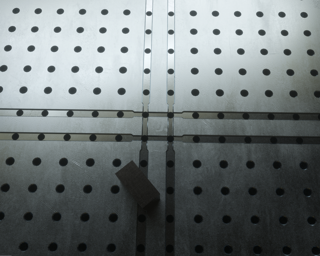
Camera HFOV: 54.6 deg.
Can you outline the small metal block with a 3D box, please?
[{"bbox_3d":[-0.026,0.071,0.372,0.025,0.050,0.050,-38,75,-12],"label":"small metal block"}]
